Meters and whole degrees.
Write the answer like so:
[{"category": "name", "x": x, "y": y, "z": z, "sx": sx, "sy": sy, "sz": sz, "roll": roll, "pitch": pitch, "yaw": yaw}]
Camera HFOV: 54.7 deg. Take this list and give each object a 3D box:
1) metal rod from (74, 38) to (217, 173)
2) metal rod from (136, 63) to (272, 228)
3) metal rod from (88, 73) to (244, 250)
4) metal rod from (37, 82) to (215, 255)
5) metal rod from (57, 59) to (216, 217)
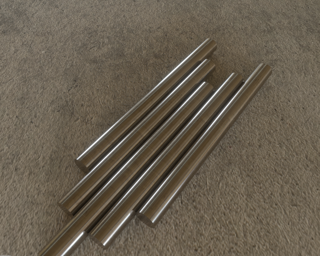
[{"category": "metal rod", "x": -0.003, "y": -0.047, "z": 0.444, "sx": 0.025, "sy": 0.025, "sz": 0.301, "roll": 29, "pitch": 56, "yaw": 22}, {"category": "metal rod", "x": 0.073, "y": 0.003, "z": 0.402, "sx": 0.025, "sy": 0.025, "sz": 0.301, "roll": 29, "pitch": 56, "yaw": 22}, {"category": "metal rod", "x": 0.026, "y": 0.021, "z": 0.387, "sx": 0.025, "sy": 0.025, "sz": 0.301, "roll": 29, "pitch": 56, "yaw": 22}, {"category": "metal rod", "x": -0.019, "y": 0.036, "z": 0.374, "sx": 0.025, "sy": 0.025, "sz": 0.301, "roll": 29, "pitch": 56, "yaw": 22}, {"category": "metal rod", "x": -0.012, "y": -0.005, "z": 0.409, "sx": 0.025, "sy": 0.025, "sz": 0.301, "roll": 29, "pitch": 56, "yaw": 22}]
